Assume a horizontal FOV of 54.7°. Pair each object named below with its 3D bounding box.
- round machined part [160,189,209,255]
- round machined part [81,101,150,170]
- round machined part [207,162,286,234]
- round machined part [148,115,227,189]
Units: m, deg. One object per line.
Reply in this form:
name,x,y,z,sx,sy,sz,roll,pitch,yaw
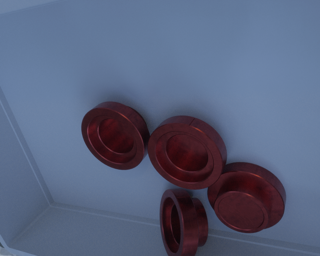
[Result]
round machined part,0.035,0.135,0.440,0.042,0.098,0.097,0,128,-18
round machined part,-0.057,0.007,0.432,0.098,0.042,0.097,13,124,21
round machined part,0.108,0.096,0.400,0.098,0.042,0.097,13,124,21
round machined part,0.037,0.027,0.395,0.098,0.042,0.097,13,124,21
